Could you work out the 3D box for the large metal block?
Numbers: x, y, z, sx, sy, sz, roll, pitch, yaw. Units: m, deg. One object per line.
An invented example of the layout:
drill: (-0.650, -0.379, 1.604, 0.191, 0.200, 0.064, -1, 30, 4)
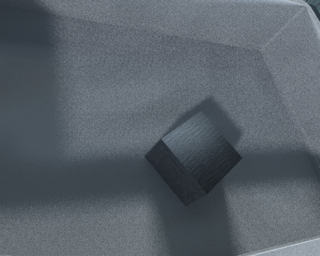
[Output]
large metal block: (0.043, 0.037, 0.392, 0.081, 0.050, 0.080, -34, 81, -38)
